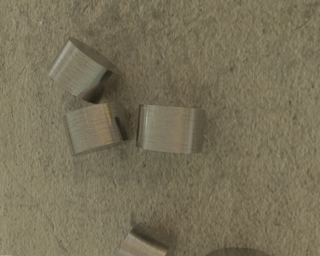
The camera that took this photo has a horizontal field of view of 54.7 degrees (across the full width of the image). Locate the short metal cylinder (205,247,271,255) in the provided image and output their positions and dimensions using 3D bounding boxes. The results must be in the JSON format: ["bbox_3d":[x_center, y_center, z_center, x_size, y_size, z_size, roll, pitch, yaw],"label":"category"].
[{"bbox_3d":[0.090,0.174,0.348,0.080,0.080,0.050,-4,89,19],"label":"short metal cylinder"}]

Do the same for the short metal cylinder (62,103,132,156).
[{"bbox_3d":[-0.082,0.003,0.407,0.080,0.080,0.050,-17,85,19],"label":"short metal cylinder"}]

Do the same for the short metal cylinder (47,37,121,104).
[{"bbox_3d":[-0.100,-0.076,0.414,0.080,0.080,0.050,41,103,15],"label":"short metal cylinder"}]

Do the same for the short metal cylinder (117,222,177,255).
[{"bbox_3d":[-0.019,0.166,0.386,0.050,0.080,0.080,21,97,18],"label":"short metal cylinder"}]

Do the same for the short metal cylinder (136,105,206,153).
[{"bbox_3d":[0.013,0.000,0.375,0.080,0.080,0.050,6,92,19],"label":"short metal cylinder"}]
